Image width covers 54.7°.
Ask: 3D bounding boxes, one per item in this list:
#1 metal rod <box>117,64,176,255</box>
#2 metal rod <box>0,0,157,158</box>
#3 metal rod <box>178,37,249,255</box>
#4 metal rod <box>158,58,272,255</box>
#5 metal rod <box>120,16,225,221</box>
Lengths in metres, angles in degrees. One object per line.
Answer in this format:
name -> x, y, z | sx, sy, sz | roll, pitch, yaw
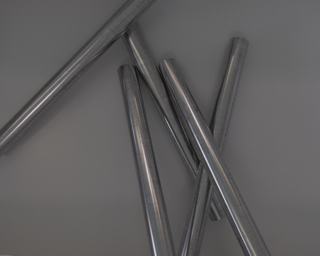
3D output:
metal rod -> -0.014, 0.055, 0.350 | 0.025, 0.025, 0.299 | -13, 65, 0
metal rod -> -0.113, -0.071, 0.394 | 0.300, 0.025, 0.025 | -43, 90, 6
metal rod -> 0.068, 0.028, 0.391 | 0.025, 0.025, 0.299 | 15, 82, 0
metal rod -> 0.064, 0.044, 0.360 | 0.025, 0.025, 0.299 | -23, 69, 0
metal rod -> 0.013, -0.017, 0.411 | 0.025, 0.025, 0.299 | -26, 90, 0
